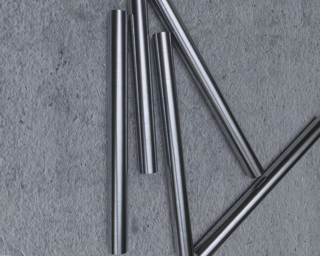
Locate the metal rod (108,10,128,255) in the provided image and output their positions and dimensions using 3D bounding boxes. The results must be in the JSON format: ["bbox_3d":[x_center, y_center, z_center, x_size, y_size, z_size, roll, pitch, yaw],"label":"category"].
[{"bbox_3d":[-0.053,0.005,0.389,0.025,0.025,0.298,0,90,-20],"label":"metal rod"}]

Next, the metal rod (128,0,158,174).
[{"bbox_3d":[-0.024,-0.091,0.399,0.025,0.025,0.298,-4,92,-20],"label":"metal rod"}]

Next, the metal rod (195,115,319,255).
[{"bbox_3d":[0.162,0.083,0.468,0.301,0.025,0.025,-41,103,-15],"label":"metal rod"}]

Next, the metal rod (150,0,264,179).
[{"bbox_3d":[0.068,-0.058,0.433,0.025,0.025,0.299,-34,101,-17],"label":"metal rod"}]

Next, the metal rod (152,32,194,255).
[{"bbox_3d":[0.018,0.025,0.415,0.025,0.025,0.298,-7,93,-20],"label":"metal rod"}]
